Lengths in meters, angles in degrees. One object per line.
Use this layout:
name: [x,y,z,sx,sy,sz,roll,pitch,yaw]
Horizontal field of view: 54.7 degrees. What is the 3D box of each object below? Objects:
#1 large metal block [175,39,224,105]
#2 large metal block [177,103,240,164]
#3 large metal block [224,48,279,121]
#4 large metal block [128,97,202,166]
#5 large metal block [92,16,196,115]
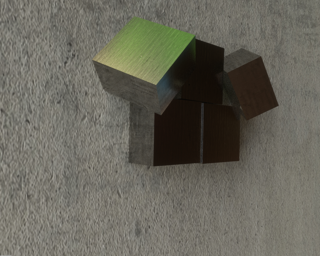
large metal block: [0.042,-0.075,0.428,0.081,0.050,0.080,4,88,-40]
large metal block: [0.071,0.008,0.449,0.081,0.050,0.079,2,89,-40]
large metal block: [0.129,-0.069,0.473,0.050,0.080,0.080,-26,112,6]
large metal block: [0.008,0.005,0.398,0.081,0.050,0.079,2,89,-40]
large metal block: [-0.014,-0.072,0.351,0.080,0.080,0.050,-55,157,-26]
